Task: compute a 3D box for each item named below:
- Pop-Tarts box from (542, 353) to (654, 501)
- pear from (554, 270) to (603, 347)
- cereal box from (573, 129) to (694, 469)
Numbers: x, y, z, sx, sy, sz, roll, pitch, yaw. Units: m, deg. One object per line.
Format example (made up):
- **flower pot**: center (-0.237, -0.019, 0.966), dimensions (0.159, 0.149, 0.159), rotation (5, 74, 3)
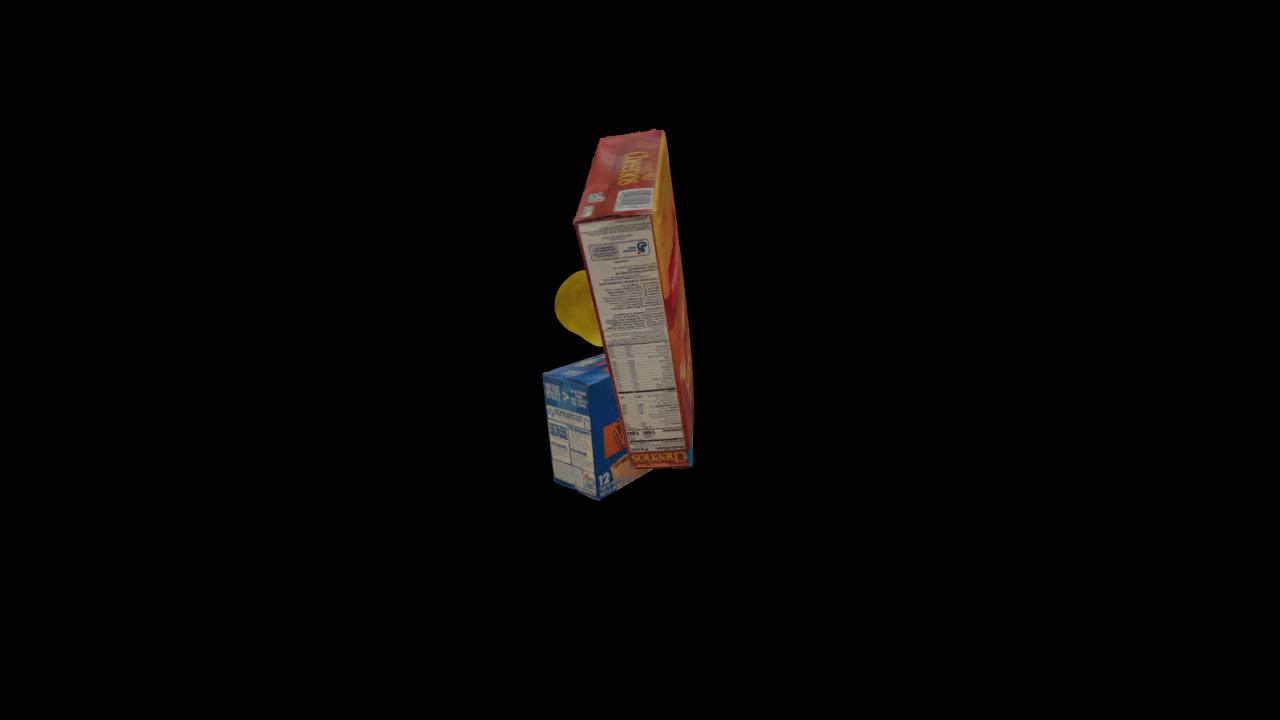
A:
- **Pop-Tarts box**: center (-0.025, 0.067, 0.752), dimensions (0.083, 0.141, 0.167), rotation (9, 20, 40)
- **pear**: center (-0.050, -0.052, 0.705), dimensions (0.080, 0.080, 0.111), rotation (0, 42, -41)
- **cereal box**: center (0.008, -0.059, 0.656), dimensions (0.081, 0.306, 0.203), rotation (-5, 38, 8)
